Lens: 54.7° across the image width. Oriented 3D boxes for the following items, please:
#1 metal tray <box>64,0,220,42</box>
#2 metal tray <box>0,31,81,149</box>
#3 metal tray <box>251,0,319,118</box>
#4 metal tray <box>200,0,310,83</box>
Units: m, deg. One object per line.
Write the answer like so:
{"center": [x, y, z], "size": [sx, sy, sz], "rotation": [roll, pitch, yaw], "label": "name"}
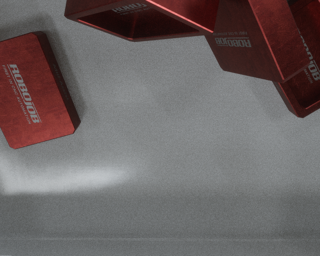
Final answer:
{"center": [-0.022, -0.113, 0.297], "size": [0.091, 0.130, 0.030], "rotation": [8, 93, -42], "label": "metal tray"}
{"center": [-0.167, -0.045, 0.390], "size": [0.090, 0.030, 0.129], "rotation": [-15, 110, 5], "label": "metal tray"}
{"center": [0.177, -0.088, 0.378], "size": [0.090, 0.030, 0.130], "rotation": [-33, 107, 11], "label": "metal tray"}
{"center": [0.084, -0.098, 0.316], "size": [0.030, 0.130, 0.090], "rotation": [-34, 111, -3], "label": "metal tray"}
